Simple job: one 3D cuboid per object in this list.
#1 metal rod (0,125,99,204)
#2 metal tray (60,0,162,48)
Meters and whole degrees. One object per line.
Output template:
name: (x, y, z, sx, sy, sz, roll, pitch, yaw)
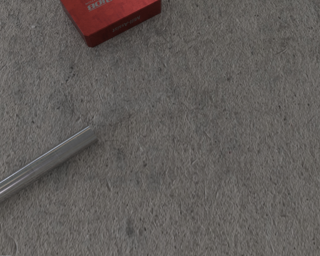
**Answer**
metal rod: (-0.210, 0.088, 0.374, 0.301, 0.025, 0.025, -34, 74, -12)
metal tray: (-0.074, -0.191, 0.475, 0.131, 0.030, 0.090, -31, 73, -11)
